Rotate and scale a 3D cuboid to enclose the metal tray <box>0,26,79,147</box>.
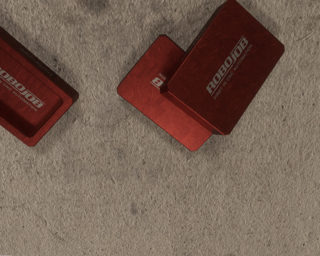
[{"bbox_3d":[-0.181,-0.050,0.386,0.130,0.030,0.090,42,104,-14],"label":"metal tray"}]

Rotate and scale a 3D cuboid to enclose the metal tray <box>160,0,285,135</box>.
[{"bbox_3d":[0.073,-0.068,0.356,0.090,0.030,0.130,37,82,-14],"label":"metal tray"}]

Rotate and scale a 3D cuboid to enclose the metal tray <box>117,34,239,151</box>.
[{"bbox_3d":[0.024,-0.042,0.392,0.130,0.030,0.090,38,105,-13],"label":"metal tray"}]
